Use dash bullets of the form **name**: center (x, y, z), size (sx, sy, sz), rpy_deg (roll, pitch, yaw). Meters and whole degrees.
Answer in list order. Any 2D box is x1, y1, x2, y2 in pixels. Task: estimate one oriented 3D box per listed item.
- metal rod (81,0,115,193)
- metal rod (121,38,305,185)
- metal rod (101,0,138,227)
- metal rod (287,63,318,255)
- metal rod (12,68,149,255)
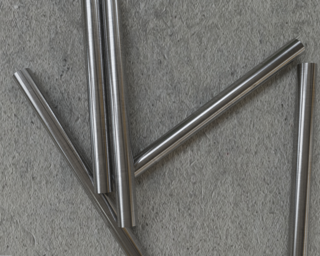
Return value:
- **metal rod**: center (-0.082, -0.068, 0.399), size (0.025, 0.025, 0.298), rpy_deg (-5, 86, 0)
- **metal rod**: center (0.062, -0.019, 0.410), size (0.301, 0.025, 0.025), rpy_deg (-37, 90, 0)
- **metal rod**: center (-0.052, -0.030, 0.393), size (0.025, 0.025, 0.298), rpy_deg (-5, 84, 0)
- **metal rod**: center (0.188, 0.065, 0.411), size (0.025, 0.025, 0.298), rpy_deg (3, 90, 0)
- **metal rod**: center (-0.102, 0.054, 0.409), size (0.025, 0.025, 0.299), rpy_deg (-32, 90, 0)
